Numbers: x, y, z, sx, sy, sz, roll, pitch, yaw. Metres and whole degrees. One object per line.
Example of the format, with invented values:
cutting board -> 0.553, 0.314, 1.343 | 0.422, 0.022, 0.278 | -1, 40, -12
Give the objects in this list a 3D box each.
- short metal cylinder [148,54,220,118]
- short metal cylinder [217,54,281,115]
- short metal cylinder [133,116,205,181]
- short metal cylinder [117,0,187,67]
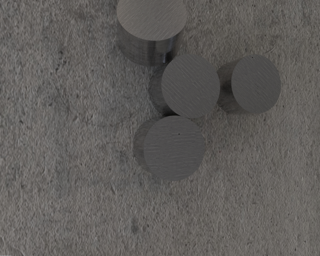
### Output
short metal cylinder -> 0.031, -0.052, 0.407 | 0.081, 0.050, 0.080 | 0, 90, -20
short metal cylinder -> 0.122, -0.060, 0.440 | 0.081, 0.050, 0.080 | 0, 90, -20
short metal cylinder -> 0.010, 0.024, 0.399 | 0.081, 0.050, 0.080 | 0, 91, -20
short metal cylinder -> -0.011, -0.122, 0.375 | 0.081, 0.050, 0.080 | 2, 67, -6
